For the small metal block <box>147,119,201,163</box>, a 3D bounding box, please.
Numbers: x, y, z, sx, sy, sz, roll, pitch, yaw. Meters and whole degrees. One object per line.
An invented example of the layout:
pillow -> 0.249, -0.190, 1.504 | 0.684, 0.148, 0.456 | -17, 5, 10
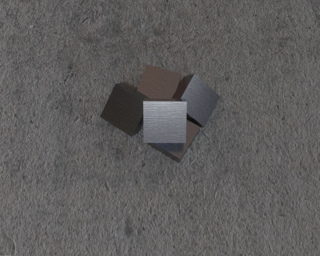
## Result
small metal block -> 0.017, 0.010, 0.406 | 0.050, 0.025, 0.050 | 31, 73, 10

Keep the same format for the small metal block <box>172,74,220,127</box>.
small metal block -> 0.045, -0.035, 0.411 | 0.050, 0.025, 0.050 | 37, 71, -23

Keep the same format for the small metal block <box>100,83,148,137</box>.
small metal block -> -0.042, -0.025, 0.406 | 0.050, 0.025, 0.050 | 32, 109, 9

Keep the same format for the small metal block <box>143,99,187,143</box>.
small metal block -> 0.006, -0.009, 0.374 | 0.050, 0.025, 0.050 | 0, 103, 0

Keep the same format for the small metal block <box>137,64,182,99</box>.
small metal block -> -0.002, -0.055, 0.430 | 0.050, 0.025, 0.050 | 16, 71, 5
